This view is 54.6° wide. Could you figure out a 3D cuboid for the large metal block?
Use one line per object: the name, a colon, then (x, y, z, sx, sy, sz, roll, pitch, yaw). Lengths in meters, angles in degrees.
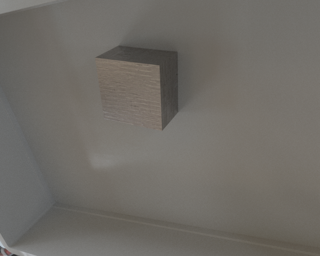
large metal block: (-0.025, -0.050, 0.375, 0.080, 0.050, 0.080, 11, 123, 22)
